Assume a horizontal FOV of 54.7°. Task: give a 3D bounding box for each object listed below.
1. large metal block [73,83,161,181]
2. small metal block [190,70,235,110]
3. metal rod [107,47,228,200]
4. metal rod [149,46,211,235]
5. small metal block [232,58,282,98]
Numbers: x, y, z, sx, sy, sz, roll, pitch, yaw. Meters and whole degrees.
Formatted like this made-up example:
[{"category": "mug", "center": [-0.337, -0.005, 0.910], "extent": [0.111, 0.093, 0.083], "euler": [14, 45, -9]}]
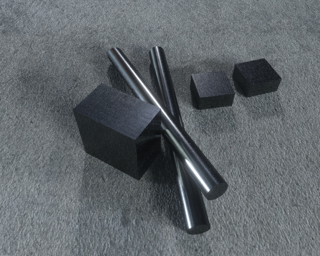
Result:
[{"category": "large metal block", "center": [-0.046, 0.005, 0.363], "extent": [0.080, 0.080, 0.050], "euler": [25, 54, 19]}, {"category": "small metal block", "center": [0.075, -0.056, 0.451], "extent": [0.050, 0.025, 0.050], "euler": [-8, 51, -7]}, {"category": "metal rod", "center": [-0.009, -0.029, 0.403], "extent": [0.025, 0.025, 0.300], "euler": [-20, 46, -16]}, {"category": "metal rod", "center": [0.017, -0.010, 0.411], "extent": [0.025, 0.025, 0.300], "euler": [-6, 50, -6]}, {"category": "small metal block", "center": [0.146, -0.077, 0.470], "extent": [0.050, 0.025, 0.050], "euler": [-13, 51, -11]}]
